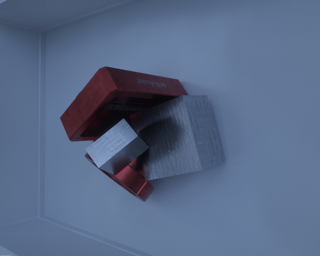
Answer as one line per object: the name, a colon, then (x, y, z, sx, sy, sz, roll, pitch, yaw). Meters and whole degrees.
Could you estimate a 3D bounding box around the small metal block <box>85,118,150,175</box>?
small metal block: (-0.044, 0.022, 0.334, 0.050, 0.050, 0.025, -39, 70, -2)

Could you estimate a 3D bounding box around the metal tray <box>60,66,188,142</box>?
metal tray: (-0.037, -0.024, 0.364, 0.090, 0.131, 0.030, -42, 66, 31)

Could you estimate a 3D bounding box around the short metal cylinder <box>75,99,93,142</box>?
short metal cylinder: (-0.075, -0.016, 0.428, 0.050, 0.081, 0.079, 28, 108, 36)

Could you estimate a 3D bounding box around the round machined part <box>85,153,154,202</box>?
round machined part: (-0.046, 0.050, 0.405, 0.098, 0.098, 0.042, 26, 71, 36)

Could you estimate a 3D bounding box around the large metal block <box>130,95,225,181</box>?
large metal block: (0.019, 0.012, 0.362, 0.080, 0.050, 0.080, -18, 83, 38)
